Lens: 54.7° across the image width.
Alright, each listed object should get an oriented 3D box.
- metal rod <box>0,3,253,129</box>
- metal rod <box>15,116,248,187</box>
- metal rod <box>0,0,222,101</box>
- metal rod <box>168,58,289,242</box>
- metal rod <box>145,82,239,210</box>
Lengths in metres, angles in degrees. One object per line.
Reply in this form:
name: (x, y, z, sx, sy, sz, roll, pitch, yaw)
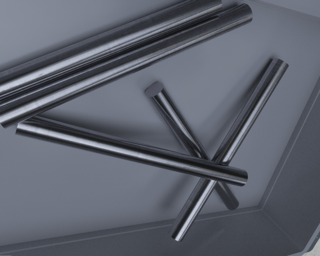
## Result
metal rod: (-0.026, -0.075, 0.340, 0.302, 0.025, 0.025, -26, 128, -15)
metal rod: (-0.015, 0.033, 0.385, 0.302, 0.025, 0.025, 16, 110, -23)
metal rod: (-0.069, -0.080, 0.320, 0.302, 0.025, 0.025, -26, 128, -13)
metal rod: (0.098, 0.034, 0.456, 0.025, 0.025, 0.299, 27, 95, -37)
metal rod: (0.063, 0.046, 0.470, 0.025, 0.025, 0.300, -39, 129, -2)
